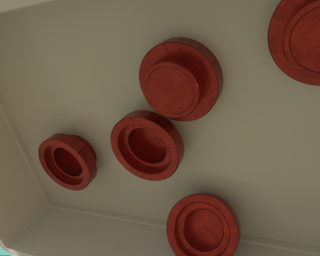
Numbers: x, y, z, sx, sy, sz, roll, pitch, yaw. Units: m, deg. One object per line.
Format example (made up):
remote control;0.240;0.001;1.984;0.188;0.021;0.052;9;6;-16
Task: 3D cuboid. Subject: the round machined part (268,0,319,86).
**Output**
round machined part;0.145;-0.082;0.270;0.098;0.042;0.097;13;124;20

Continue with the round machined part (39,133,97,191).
round machined part;-0.143;0.050;0.502;0.098;0.042;0.097;13;124;20

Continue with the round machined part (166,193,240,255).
round machined part;0.062;0.140;0.431;0.098;0.042;0.097;-3;82;21

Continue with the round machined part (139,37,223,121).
round machined part;0.019;-0.050;0.356;0.098;0.042;0.097;13;124;20

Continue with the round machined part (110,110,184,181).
round machined part;-0.013;0.019;0.415;0.098;0.042;0.097;13;124;20
